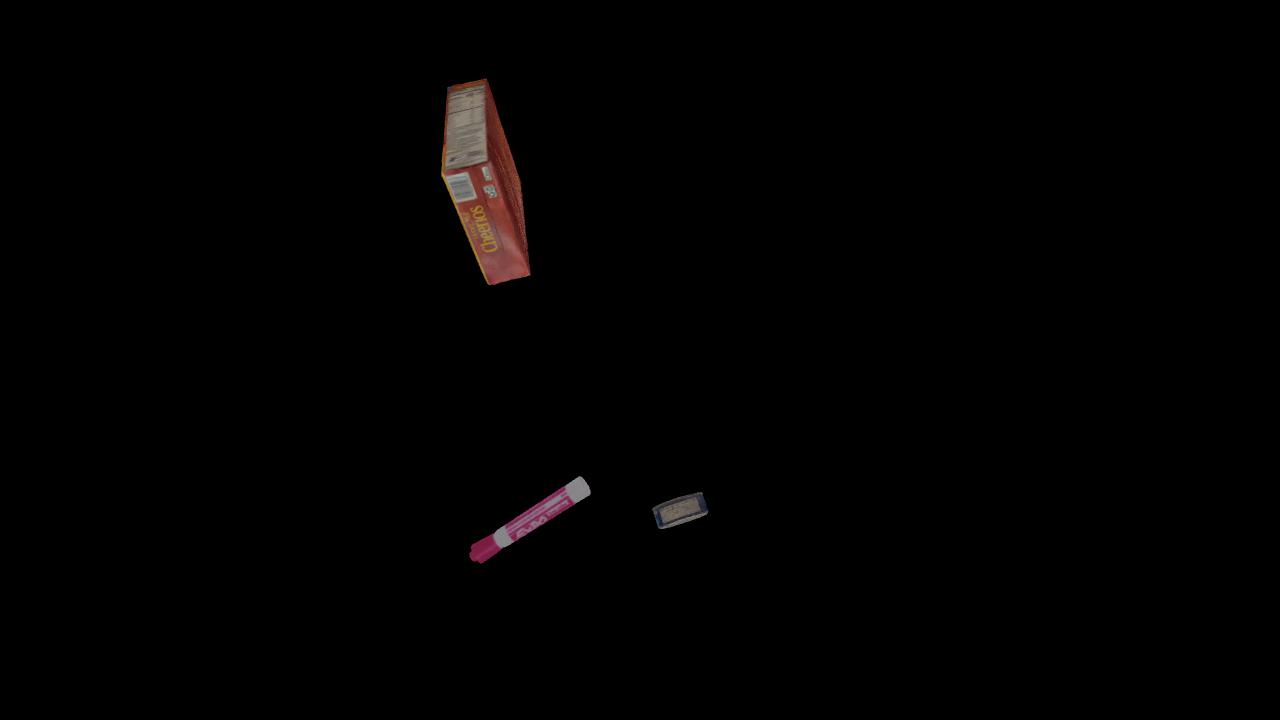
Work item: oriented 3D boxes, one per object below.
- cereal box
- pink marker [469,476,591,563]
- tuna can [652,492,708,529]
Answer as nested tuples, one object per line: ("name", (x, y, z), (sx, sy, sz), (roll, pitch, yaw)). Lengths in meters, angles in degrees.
("cereal box", (-0.247, -0.294, 0.996), (0.081, 0.306, 0.203), (-14, -44, -2))
("pink marker", (-0.098, 0.142, 0.542), (0.121, 0.020, 0.020), (-33, -2, 3))
("tuna can", (0.063, 0.236, 0.960), (0.084, 0.034, 0.084), (-16, -19, -6))
